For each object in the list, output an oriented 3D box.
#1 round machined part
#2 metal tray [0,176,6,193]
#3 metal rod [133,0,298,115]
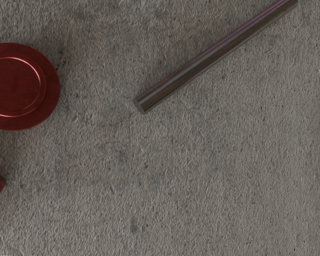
[{"bbox_3d":[-0.161,-0.045,0.340,0.099,0.042,0.097,0,90,-20],"label":"round machined part"},{"bbox_3d":[-0.244,0.064,0.316,0.130,0.030,0.090,33,79,-17],"label":"metal tray"},{"bbox_3d":[0.089,-0.113,0.441,0.301,0.025,0.025,-37,102,-16],"label":"metal rod"}]
